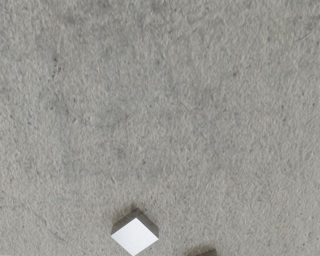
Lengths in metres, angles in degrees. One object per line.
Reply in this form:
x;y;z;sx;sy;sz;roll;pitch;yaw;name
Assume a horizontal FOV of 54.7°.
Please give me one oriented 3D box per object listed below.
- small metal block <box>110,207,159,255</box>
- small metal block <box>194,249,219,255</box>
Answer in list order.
-0.037;0.157;0.467;0.050;0.025;0.050;-38;106;12;small metal block
0.076;0.228;0.495;0.050;0.025;0.050;-22;109;7;small metal block
